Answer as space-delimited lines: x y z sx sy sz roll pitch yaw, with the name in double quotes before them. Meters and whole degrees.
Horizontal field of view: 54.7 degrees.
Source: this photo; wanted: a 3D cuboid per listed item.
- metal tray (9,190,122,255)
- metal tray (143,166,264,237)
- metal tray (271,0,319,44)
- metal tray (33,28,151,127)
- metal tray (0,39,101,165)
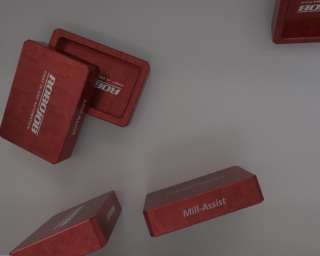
"metal tray" -0.098 0.116 0.358 0.090 0.130 0.030 -23 90 0
"metal tray" 0.048 0.085 0.379 0.131 0.090 0.030 -18 90 0
"metal tray" 0.206 -0.144 0.366 0.131 0.090 0.030 0 62 11
"metal tray" -0.088 -0.064 0.407 0.131 0.030 0.090 21 90 0
"metal tray" -0.138 -0.032 0.385 0.090 0.030 0.129 25 104 10
